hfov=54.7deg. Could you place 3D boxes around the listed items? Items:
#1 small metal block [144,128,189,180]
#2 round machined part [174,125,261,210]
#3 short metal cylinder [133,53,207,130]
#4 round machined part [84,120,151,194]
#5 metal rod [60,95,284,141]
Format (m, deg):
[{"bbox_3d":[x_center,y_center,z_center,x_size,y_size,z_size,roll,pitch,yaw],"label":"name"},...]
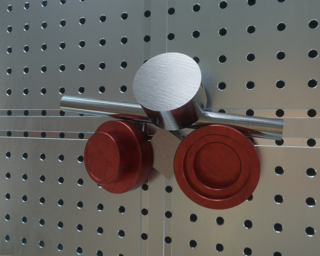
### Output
[{"bbox_3d":[0.011,0.031,0.405,0.050,0.025,0.050,38,102,16],"label":"small metal block"},{"bbox_3d":[0.069,0.044,0.373,0.098,0.042,0.097,1,93,17],"label":"round machined part"},{"bbox_3d":[0.013,-0.044,0.375,0.080,0.050,0.080,-6,63,13],"label":"short metal cylinder"},{"bbox_3d":[-0.062,0.038,0.408,0.098,0.042,0.097,1,91,38],"label":"round machined part"},{"bbox_3d":[0.001,-0.017,0.408,0.301,0.025,0.025,8,93,19],"label":"metal rod"}]
